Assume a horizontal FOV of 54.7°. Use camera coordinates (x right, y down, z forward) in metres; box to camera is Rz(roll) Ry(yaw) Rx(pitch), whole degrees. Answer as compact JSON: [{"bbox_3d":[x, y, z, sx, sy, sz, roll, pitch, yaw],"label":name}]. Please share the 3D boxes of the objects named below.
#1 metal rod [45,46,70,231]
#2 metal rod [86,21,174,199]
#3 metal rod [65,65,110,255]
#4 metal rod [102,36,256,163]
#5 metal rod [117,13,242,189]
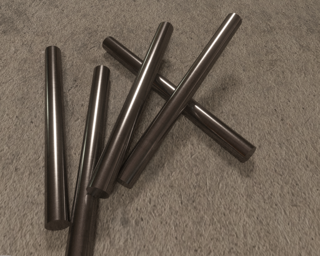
[{"bbox_3d":[-0.140,-0.012,0.411,0.025,0.025,0.300,-10,51,-9],"label":"metal rod"},{"bbox_3d":[-0.027,-0.047,0.410,0.025,0.025,0.300,11,53,9],"label":"metal rod"},{"bbox_3d":[-0.083,0.028,0.378,0.025,0.025,0.300,-1,50,-2],"label":"metal rod"},{"bbox_3d":[0.011,-0.055,0.449,0.025,0.025,0.300,-33,58,-25],"label":"metal rod"},{"bbox_3d":[0.035,-0.051,0.411,0.025,0.025,0.301,26,65,19],"label":"metal rod"}]
